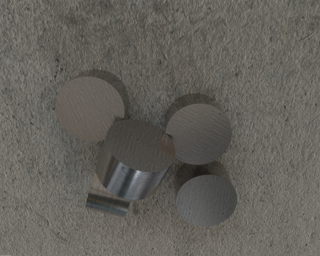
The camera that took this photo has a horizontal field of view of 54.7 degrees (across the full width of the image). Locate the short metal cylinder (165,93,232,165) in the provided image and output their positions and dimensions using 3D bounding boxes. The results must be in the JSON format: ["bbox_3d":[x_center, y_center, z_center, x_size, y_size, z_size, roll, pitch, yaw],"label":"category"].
[{"bbox_3d":[0.046,0.000,0.397,0.081,0.050,0.079,0,110,0],"label":"short metal cylinder"}]

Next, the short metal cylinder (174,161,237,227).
[{"bbox_3d":[0.061,0.088,0.429,0.081,0.050,0.079,0,110,0],"label":"short metal cylinder"}]

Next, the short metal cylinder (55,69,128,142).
[{"bbox_3d":[-0.082,-0.029,0.385,0.081,0.050,0.079,0,110,0],"label":"short metal cylinder"}]

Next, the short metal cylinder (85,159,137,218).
[{"bbox_3d":[-0.061,0.072,0.406,0.050,0.080,0.079,16,109,-6],"label":"short metal cylinder"}]

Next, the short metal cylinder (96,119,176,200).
[{"bbox_3d":[-0.028,0.035,0.359,0.080,0.080,0.050,20,128,-7],"label":"short metal cylinder"}]
